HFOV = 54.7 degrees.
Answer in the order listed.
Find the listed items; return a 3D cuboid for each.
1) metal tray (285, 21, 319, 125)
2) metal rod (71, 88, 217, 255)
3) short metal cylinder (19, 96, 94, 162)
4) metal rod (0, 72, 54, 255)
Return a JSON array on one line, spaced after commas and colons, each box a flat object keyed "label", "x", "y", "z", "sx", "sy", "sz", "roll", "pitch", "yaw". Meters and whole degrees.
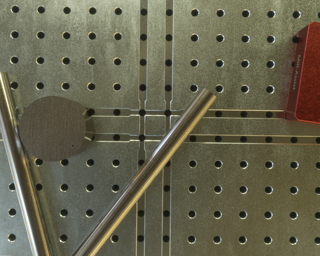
[{"label": "metal tray", "x": 0.227, "y": -0.068, "z": 0.414, "sx": 0.091, "sy": 0.030, "sz": 0.129, "roll": 9, "pitch": 90, "yaw": -1}, {"label": "metal rod", "x": -0.026, "y": 0.072, "z": 0.413, "sx": 0.025, "sy": 0.025, "sz": 0.300, "roll": 38, "pitch": 90, "yaw": -1}, {"label": "short metal cylinder", "x": -0.130, "y": 0.001, "z": 0.399, "sx": 0.081, "sy": 0.050, "sz": 0.079, "roll": 0, "pitch": 90, "yaw": -1}, {"label": "metal rod", "x": -0.179, "y": 0.074, "z": 0.411, "sx": 0.025, "sy": 0.025, "sz": 0.298, "roll": -14, "pitch": 90, "yaw": 0}]
